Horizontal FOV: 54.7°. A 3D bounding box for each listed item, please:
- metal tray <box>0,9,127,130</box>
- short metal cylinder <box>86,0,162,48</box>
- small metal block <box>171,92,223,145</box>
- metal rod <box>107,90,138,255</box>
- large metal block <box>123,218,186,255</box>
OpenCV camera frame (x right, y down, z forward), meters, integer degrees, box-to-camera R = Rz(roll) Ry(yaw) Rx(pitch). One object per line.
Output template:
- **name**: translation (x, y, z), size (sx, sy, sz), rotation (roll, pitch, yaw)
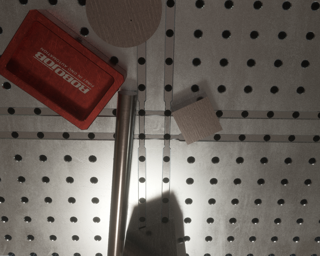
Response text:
- **metal tray**: translation (-0.119, -0.070, 0.383), size (0.130, 0.030, 0.090), rotation (36, 106, -13)
- **short metal cylinder**: translation (-0.038, -0.134, 0.350), size (0.081, 0.050, 0.079), rotation (0, 110, -1)
- **small metal block**: translation (0.048, -0.013, 0.409), size (0.050, 0.025, 0.050), rotation (-25, 109, 8)
- **metal rod**: translation (-0.058, 0.094, 0.447), size (0.025, 0.025, 0.298), rotation (6, 110, -3)
- **large metal block**: translation (-0.007, 0.188, 0.454), size (0.080, 0.080, 0.050), rotation (-20, 109, 7)
